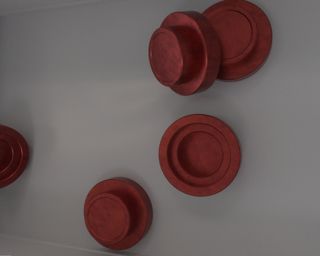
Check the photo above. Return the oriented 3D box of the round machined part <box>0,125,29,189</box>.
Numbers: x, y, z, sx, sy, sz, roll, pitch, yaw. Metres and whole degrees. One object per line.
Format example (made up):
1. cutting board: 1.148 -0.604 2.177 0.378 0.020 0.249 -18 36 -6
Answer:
1. round machined part: -0.255 0.041 0.467 0.042 0.099 0.097 14 95 44

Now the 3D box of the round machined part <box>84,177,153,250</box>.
1. round machined part: -0.063 0.119 0.424 0.098 0.042 0.097 0 90 20

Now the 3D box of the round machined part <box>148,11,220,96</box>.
1. round machined part: 0.022 -0.086 0.366 0.098 0.042 0.097 33 131 48

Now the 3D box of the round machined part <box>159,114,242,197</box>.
1. round machined part: 0.051 0.032 0.383 0.098 0.042 0.097 0 90 20

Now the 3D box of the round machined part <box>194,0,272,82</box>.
1. round machined part: 0.083 -0.106 0.372 0.098 0.042 0.097 0 90 20
